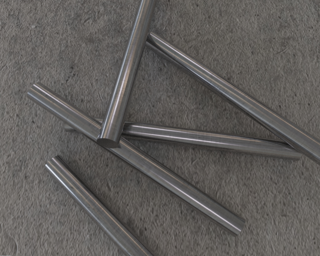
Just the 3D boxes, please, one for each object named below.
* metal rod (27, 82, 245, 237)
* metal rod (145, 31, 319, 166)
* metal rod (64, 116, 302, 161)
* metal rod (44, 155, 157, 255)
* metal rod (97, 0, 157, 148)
[{"bbox_3d":[-0.032,0.035,0.377,0.301,0.025,0.025,33,73,4],"label":"metal rod"},{"bbox_3d":[0.097,-0.043,0.408,0.300,0.025,0.025,38,74,19],"label":"metal rod"},{"bbox_3d":[0.028,0.012,0.403,0.302,0.025,0.025,7,70,2],"label":"metal rod"},{"bbox_3d":[-0.027,0.141,0.356,0.300,0.025,0.025,42,75,13],"label":"metal rod"},{"bbox_3d":[-0.034,-0.111,0.422,0.025,0.025,0.300,9,61,3],"label":"metal rod"}]
